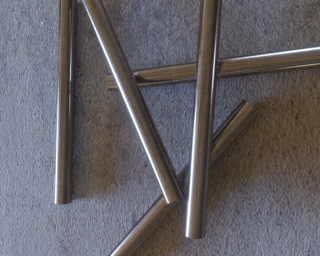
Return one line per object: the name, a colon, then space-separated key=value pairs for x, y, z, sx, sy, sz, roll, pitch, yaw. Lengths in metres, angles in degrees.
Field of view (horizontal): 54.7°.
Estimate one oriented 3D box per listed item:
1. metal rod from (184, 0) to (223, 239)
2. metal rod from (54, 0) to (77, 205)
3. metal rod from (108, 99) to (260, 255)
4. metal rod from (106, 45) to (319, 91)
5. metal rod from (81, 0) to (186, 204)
metal rod: x=0.051 y=-0.022 z=0.362 sx=0.025 sy=0.025 sz=0.298 roll=4 pitch=91 yaw=20
metal rod: x=-0.139 y=-0.039 z=0.458 sx=0.025 sy=0.025 sz=0.298 roll=2 pitch=91 yaw=20
metal rod: x=0.018 y=0.086 z=0.402 sx=0.025 sy=0.025 sz=0.299 roll=42 pitch=103 yaw=15
metal rod: x=0.072 y=-0.073 z=0.383 sx=0.301 sy=0.025 sz=0.025 roll=-4 pitch=89 yaw=19
metal rod: x=-0.039 y=-0.050 z=0.395 sx=0.025 sy=0.025 sz=0.299 roll=-26 pitch=82 yaw=18
